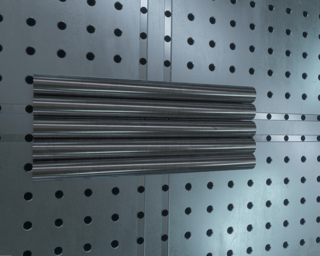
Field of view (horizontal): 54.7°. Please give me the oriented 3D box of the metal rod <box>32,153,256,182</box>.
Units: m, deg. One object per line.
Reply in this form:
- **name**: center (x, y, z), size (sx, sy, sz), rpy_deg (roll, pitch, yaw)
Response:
- **metal rod**: center (-0.006, 0.050, 0.411), size (0.303, 0.025, 0.025), rpy_deg (0, 90, -21)

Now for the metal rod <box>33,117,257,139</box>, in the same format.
- **metal rod**: center (-0.005, 0.001, 0.412), size (0.303, 0.025, 0.025), rpy_deg (0, 90, -21)

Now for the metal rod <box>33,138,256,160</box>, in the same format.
- **metal rod**: center (-0.005, 0.026, 0.411), size (0.303, 0.025, 0.025), rpy_deg (0, 90, -21)

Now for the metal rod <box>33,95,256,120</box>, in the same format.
- **metal rod**: center (-0.005, -0.025, 0.412), size (0.303, 0.025, 0.025), rpy_deg (0, 90, -21)

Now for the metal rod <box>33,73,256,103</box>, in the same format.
- **metal rod**: center (-0.005, -0.050, 0.412), size (0.303, 0.025, 0.025), rpy_deg (0, 90, -21)
